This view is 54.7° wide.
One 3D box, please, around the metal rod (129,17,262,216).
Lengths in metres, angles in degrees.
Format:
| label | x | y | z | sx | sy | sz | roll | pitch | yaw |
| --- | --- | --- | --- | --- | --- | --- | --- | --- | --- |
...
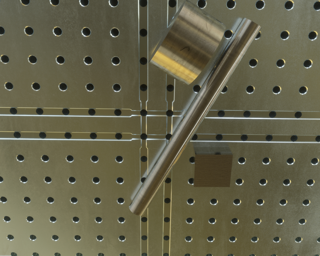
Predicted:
| label | x | y | z | sx | sy | sz | roll | pitch | yaw |
| --- | --- | --- | --- | --- | --- | --- | --- | --- | --- |
| metal rod | 0.038 | -0.002 | 0.412 | 0.025 | 0.025 | 0.298 | 27 | 108 | -10 |

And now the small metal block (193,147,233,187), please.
| label | x | y | z | sx | sy | sz | roll | pitch | yaw |
| --- | --- | --- | --- | --- | --- | --- | --- | --- | --- |
| small metal block | 0.072 | 0.055 | 0.434 | 0.050 | 0.025 | 0.050 | 0 | 110 | 0 |

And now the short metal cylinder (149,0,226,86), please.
| label | x | y | z | sx | sy | sz | roll | pitch | yaw |
| --- | --- | --- | --- | --- | --- | --- | --- | --- | --- |
| short metal cylinder | 0.029 | -0.095 | 0.349 | 0.050 | 0.080 | 0.080 | 30 | 107 | -10 |
